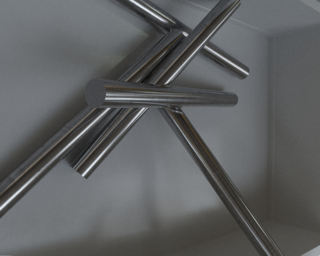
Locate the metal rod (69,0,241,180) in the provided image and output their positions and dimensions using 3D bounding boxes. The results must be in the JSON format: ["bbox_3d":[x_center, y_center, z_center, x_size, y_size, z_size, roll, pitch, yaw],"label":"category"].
[{"bbox_3d":[0.005,-0.062,0.375,0.301,0.025,0.025,-50,120,-16],"label":"metal rod"}]

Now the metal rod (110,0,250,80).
[{"bbox_3d":[0.030,-0.133,0.433,0.302,0.025,0.025,19,78,-39],"label":"metal rod"}]

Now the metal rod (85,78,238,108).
[{"bbox_3d":[0.031,-0.038,0.384,0.302,0.025,0.025,-6,94,-55],"label":"metal rod"}]

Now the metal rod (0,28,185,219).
[{"bbox_3d":[-0.067,-0.021,0.342,0.301,0.025,0.025,-48,119,-26],"label":"metal rod"}]

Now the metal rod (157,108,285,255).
[{"bbox_3d":[0.070,0.059,0.391,0.025,0.025,0.299,-33,87,-36],"label":"metal rod"}]
